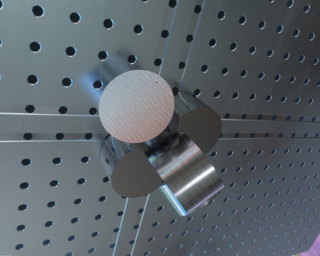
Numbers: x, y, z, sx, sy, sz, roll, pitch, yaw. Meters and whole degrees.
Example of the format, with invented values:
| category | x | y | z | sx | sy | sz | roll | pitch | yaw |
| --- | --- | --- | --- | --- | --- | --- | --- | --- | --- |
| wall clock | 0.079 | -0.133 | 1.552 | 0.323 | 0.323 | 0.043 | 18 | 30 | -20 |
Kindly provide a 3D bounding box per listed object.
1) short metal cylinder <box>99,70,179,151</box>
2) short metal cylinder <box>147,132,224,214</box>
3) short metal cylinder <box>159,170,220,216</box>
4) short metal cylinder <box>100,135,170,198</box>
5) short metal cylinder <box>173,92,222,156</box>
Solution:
| category | x | y | z | sx | sy | sz | roll | pitch | yaw |
| --- | --- | --- | --- | --- | --- | --- | --- | --- | --- |
| short metal cylinder | -0.021 | -0.018 | 0.345 | 0.080 | 0.080 | 0.050 | -40 | 164 | -2 |
| short metal cylinder | 0.029 | 0.052 | 0.358 | 0.050 | 0.080 | 0.080 | -36 | 129 | -5 |
| short metal cylinder | 0.041 | 0.079 | 0.439 | 0.080 | 0.080 | 0.050 | -35 | 94 | -5 |
| short metal cylinder | -0.032 | 0.044 | 0.405 | 0.081 | 0.050 | 0.079 | -14 | 125 | -21 |
| short metal cylinder | 0.034 | -0.002 | 0.413 | 0.081 | 0.050 | 0.079 | -14 | 125 | -21 |
